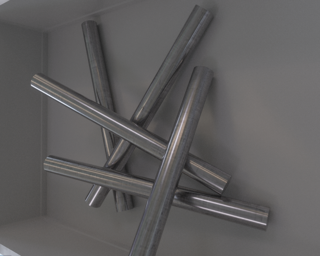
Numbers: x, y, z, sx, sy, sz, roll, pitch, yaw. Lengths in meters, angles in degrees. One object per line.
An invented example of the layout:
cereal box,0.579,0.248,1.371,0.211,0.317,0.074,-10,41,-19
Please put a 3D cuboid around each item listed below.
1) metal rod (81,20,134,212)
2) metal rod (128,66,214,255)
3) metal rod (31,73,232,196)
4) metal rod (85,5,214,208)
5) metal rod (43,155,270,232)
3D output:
metal rod,-0.083,-0.024,0.475,0.025,0.025,0.299,-21,77,38
metal rod,0.003,0.067,0.321,0.025,0.025,0.299,4,66,40
metal rod,-0.051,-0.003,0.391,0.300,0.025,0.025,28,108,21
metal rod,-0.022,-0.016,0.405,0.025,0.025,0.298,42,109,32
metal rod,-0.024,0.072,0.381,0.301,0.025,0.025,9,96,25
